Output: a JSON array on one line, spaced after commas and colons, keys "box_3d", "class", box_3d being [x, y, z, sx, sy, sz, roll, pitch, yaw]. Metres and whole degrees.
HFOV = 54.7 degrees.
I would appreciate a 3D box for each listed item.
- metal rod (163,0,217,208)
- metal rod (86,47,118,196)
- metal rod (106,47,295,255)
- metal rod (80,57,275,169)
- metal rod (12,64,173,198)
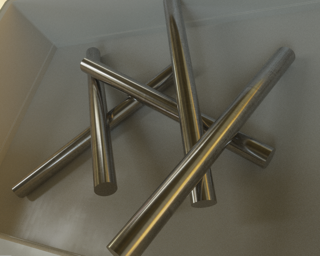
[{"box_3d": [0.029, -0.055, 0.372, 0.025, 0.025, 0.299, -17, 57, 18], "class": "metal rod"}, {"box_3d": [-0.089, -0.033, 0.442, 0.025, 0.025, 0.300, -28, 43, 10], "class": "metal rod"}, {"box_3d": [0.061, 0.005, 0.309, 0.025, 0.025, 0.301, 22, 54, 36], "class": "metal rod"}, {"box_3d": [0.002, -0.032, 0.400, 0.300, 0.025, 0.025, 30, 78, 30], "class": "metal rod"}, {"box_3d": [-0.089, 0.003, 0.451, 0.300, 0.025, 0.025, -37, 51, 3], "class": "metal rod"}]
